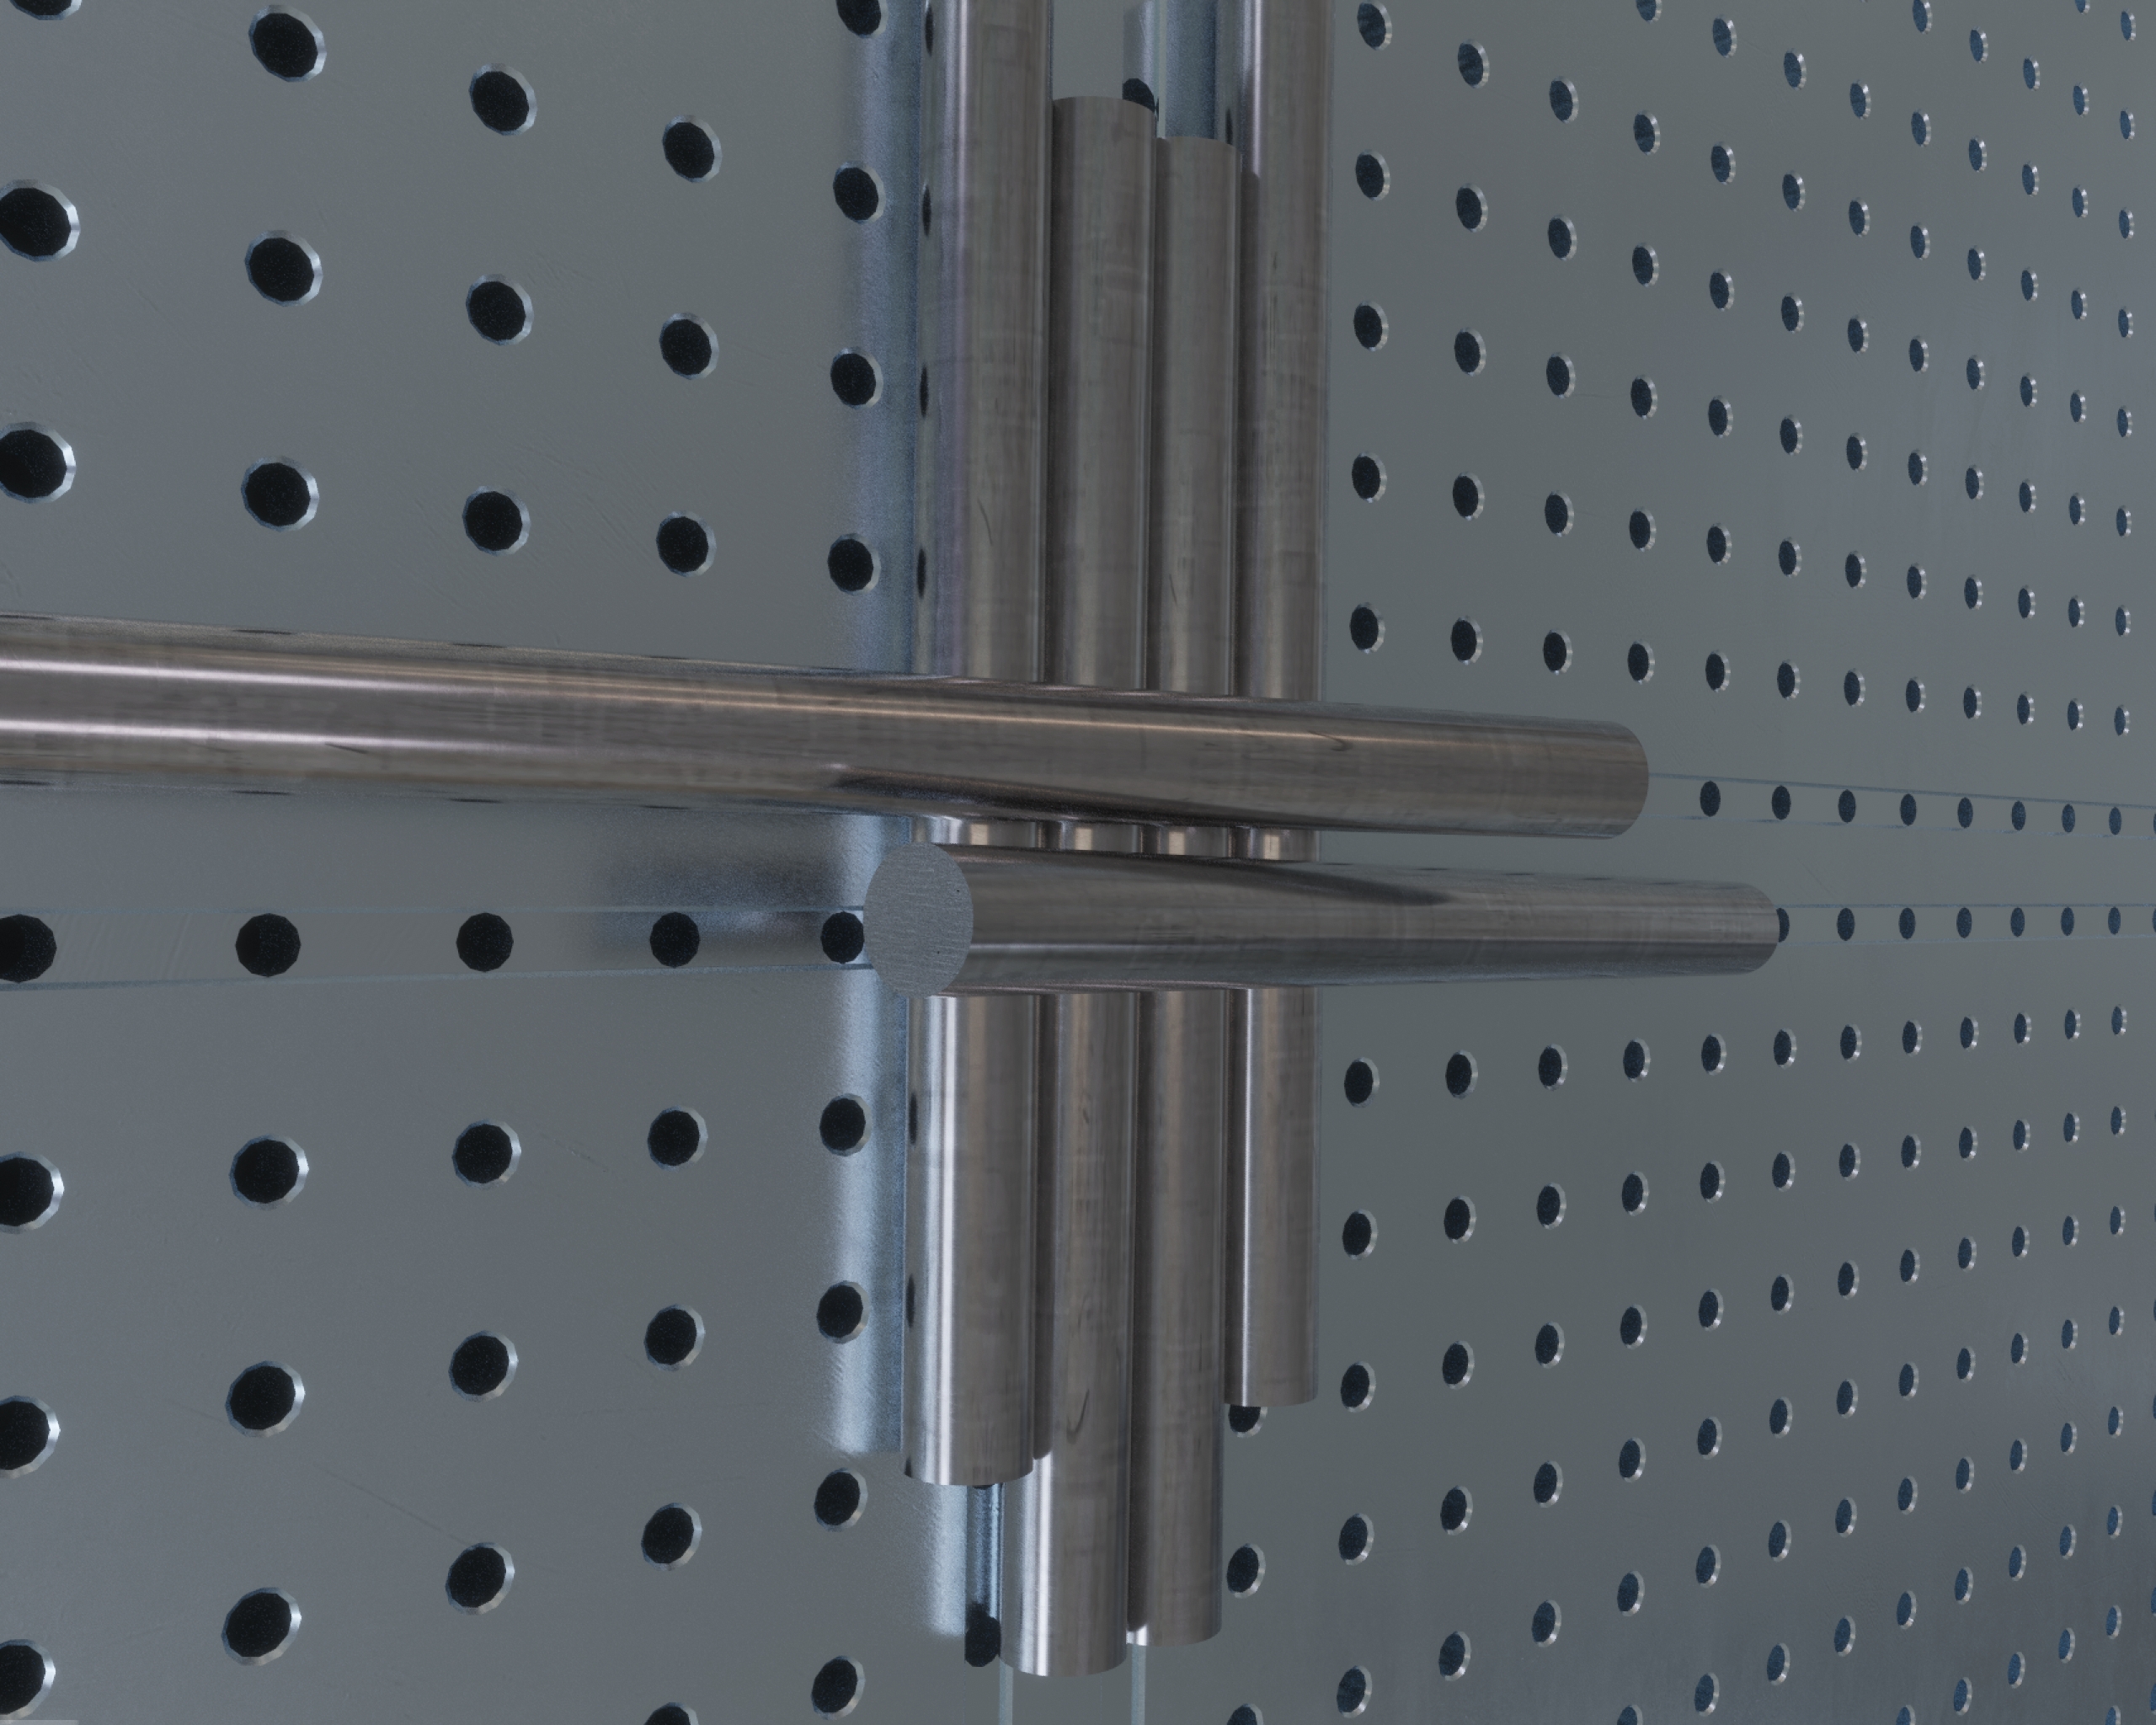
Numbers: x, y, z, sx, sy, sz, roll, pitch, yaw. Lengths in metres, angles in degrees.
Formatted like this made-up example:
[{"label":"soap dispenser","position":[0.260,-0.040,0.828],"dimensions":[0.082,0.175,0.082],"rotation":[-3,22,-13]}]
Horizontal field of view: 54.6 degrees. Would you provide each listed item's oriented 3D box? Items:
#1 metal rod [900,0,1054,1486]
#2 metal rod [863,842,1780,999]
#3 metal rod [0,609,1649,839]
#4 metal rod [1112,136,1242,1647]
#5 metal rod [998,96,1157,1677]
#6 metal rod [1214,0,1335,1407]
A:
[{"label":"metal rod","position":[-0.019,-0.036,0.391],"dimensions":[0.025,0.025,0.298],"rotation":[1,89,-40]},{"label":"metal rod","position":[0.075,0.013,0.444],"dimensions":[0.302,0.025,0.025],"rotation":[2,89,-48]},{"label":"metal rod","position":[-0.019,-0.020,0.362],"dimensions":[0.302,0.025,0.025],"rotation":[1,90,-31]},{"label":"metal rod","position":[0.019,0.005,0.425],"dimensions":[0.025,0.025,0.298],"rotation":[1,89,-40]},{"label":"metal rod","position":[0.000,0.004,0.407],"dimensions":[0.025,0.025,0.298],"rotation":[2,89,-40]},{"label":"metal rod","position":[0.040,-0.038,0.440],"dimensions":[0.025,0.025,0.298],"rotation":[1,89,-40]}]
